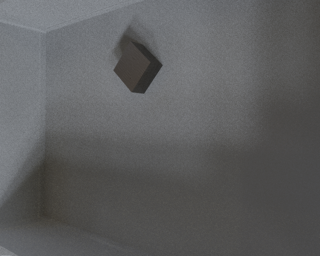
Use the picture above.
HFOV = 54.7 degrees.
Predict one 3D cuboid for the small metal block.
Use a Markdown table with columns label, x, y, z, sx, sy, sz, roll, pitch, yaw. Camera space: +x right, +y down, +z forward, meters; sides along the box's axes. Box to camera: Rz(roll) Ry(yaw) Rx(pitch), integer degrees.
| label | x | y | z | sx | sy | sz | roll | pitch | yaw |
| --- | --- | --- | --- | --- | --- | --- | --- | --- | --- |
| small metal block | -0.031 | -0.084 | 0.431 | 0.050 | 0.025 | 0.050 | 51 | 119 | 27 |
